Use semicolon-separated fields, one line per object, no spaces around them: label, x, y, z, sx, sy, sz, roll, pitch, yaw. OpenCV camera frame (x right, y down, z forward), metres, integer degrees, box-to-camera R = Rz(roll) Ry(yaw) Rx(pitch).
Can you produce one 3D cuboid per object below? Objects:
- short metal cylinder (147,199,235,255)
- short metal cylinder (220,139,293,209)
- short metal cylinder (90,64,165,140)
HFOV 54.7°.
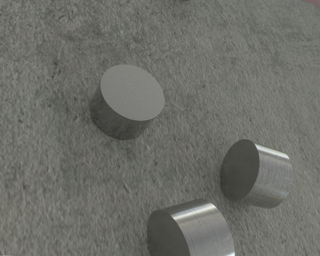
short metal cylinder;0.028;0.117;0.314;0.050;0.080;0.080;-7;65;-31
short metal cylinder;0.122;0.059;0.400;0.050;0.080;0.080;17;55;-19
short metal cylinder;-0.042;-0.032;0.386;0.081;0.050;0.080;14;56;-21
